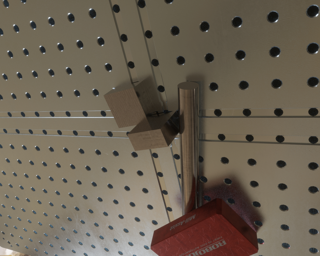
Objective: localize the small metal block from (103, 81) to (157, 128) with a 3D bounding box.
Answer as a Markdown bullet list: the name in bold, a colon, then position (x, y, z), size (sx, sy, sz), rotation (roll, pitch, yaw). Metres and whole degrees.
- **small metal block**: position (-0.039, -0.031, 0.413), size (0.050, 0.025, 0.050), rotation (-9, 114, 32)

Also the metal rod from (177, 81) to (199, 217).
- **metal rod**: position (0.042, 0.079, 0.437), size (0.025, 0.025, 0.298), rotation (10, 123, 23)

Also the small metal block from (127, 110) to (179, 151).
- **small metal block**: position (-0.005, 0.003, 0.400), size (0.050, 0.050, 0.025), rotation (-10, 114, 32)

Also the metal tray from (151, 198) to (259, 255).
- **metal tray**: position (0.062, 0.165, 0.451), size (0.130, 0.030, 0.090), rotation (-36, 108, 27)
